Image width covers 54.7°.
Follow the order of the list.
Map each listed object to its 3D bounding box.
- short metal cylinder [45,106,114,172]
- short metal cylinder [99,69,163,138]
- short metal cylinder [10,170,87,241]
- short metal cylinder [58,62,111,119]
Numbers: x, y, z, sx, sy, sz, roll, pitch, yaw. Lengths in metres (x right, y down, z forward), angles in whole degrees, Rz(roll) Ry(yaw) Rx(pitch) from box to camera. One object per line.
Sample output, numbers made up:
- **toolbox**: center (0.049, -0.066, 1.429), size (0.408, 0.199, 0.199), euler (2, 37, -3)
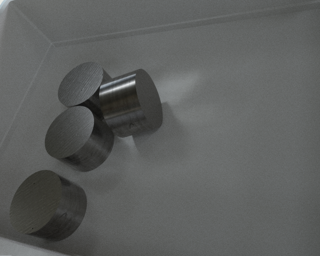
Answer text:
- **short metal cylinder**: center (-0.113, 0.016, 0.437), size (0.080, 0.050, 0.080), euler (-13, 56, 20)
- **short metal cylinder**: center (-0.036, -0.032, 0.407), size (0.050, 0.080, 0.080), euler (-16, 56, 19)
- **short metal cylinder**: center (-0.143, 0.101, 0.401), size (0.080, 0.050, 0.080), euler (-13, 56, 20)
- **short metal cylinder**: center (-0.108, -0.055, 0.478), size (0.080, 0.050, 0.080), euler (-13, 56, 20)
